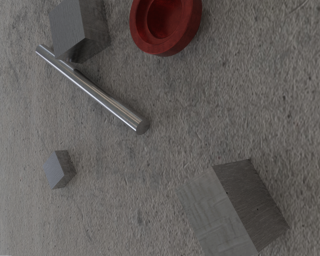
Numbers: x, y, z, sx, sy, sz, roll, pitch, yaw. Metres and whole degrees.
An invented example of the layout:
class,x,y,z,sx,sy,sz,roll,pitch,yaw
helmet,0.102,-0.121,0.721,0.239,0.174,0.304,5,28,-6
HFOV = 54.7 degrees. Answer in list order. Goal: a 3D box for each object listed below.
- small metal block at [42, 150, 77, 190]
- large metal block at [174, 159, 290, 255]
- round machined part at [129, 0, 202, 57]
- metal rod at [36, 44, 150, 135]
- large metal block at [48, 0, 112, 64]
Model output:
class,x,y,z,sx,sy,sz,roll,pitch,yaw
small metal block,-0.180,0.074,0.554,0.050,0.025,0.050,-44,64,31
large metal block,0.073,0.081,0.309,0.050,0.081,0.080,-40,66,33
round machined part,0.011,-0.137,0.385,0.098,0.042,0.097,0,90,40
metal rod,-0.124,-0.074,0.507,0.300,0.025,0.025,36,112,34
large metal block,-0.129,-0.159,0.495,0.080,0.050,0.080,-18,78,38
